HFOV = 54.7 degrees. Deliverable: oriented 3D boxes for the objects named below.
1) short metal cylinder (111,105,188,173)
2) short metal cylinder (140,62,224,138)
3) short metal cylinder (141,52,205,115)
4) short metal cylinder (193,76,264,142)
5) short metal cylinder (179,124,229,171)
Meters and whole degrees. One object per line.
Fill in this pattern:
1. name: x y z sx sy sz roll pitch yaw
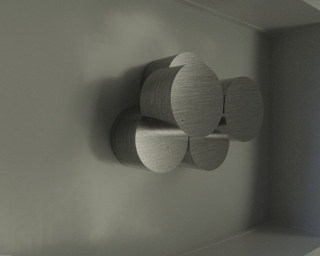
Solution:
1. short metal cylinder: -0.012 0.012 0.378 0.081 0.050 0.080 0 90 -40
2. short metal cylinder: 0.025 -0.029 0.344 0.081 0.050 0.080 0 90 -40
3. short metal cylinder: 0.023 -0.055 0.407 0.081 0.050 0.080 0 90 -40
4. short metal cylinder: 0.088 -0.023 0.395 0.081 0.050 0.080 0 90 -40
5. short metal cylinder: 0.051 0.017 0.431 0.081 0.050 0.080 0 90 -40
